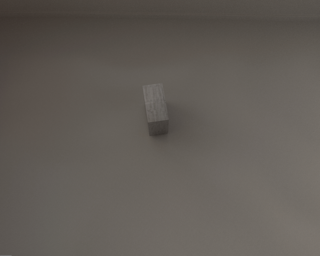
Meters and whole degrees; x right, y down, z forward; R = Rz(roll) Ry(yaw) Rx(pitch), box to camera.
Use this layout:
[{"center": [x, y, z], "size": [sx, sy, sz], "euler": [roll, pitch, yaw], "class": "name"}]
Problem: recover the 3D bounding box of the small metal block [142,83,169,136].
[{"center": [-0.006, -0.023, 0.401], "size": [0.025, 0.050, 0.050], "euler": [-8, 70, -3], "class": "small metal block"}]
